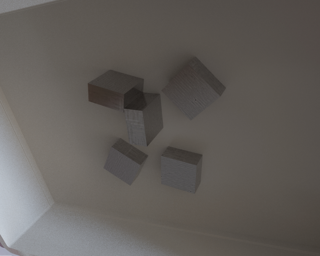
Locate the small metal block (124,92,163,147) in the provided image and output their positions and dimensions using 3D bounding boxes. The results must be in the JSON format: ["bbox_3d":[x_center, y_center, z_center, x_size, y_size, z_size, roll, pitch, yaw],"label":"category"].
[{"bbox_3d":[-0.019,-0.012,0.395,0.025,0.050,0.050,8,122,24],"label":"small metal block"}]

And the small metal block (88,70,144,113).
[{"bbox_3d":[-0.055,-0.048,0.392,0.050,0.050,0.025,18,126,17],"label":"small metal block"}]

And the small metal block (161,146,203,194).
[{"bbox_3d":[0.030,0.058,0.429,0.050,0.025,0.050,13,124,21],"label":"small metal block"}]

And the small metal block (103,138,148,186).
[{"bbox_3d":[-0.052,0.051,0.468,0.050,0.025,0.050,32,129,7],"label":"small metal block"}]

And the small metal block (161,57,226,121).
[{"bbox_3d":[0.039,-0.045,0.360,0.050,0.025,0.050,45,129,-4],"label":"small metal block"}]
